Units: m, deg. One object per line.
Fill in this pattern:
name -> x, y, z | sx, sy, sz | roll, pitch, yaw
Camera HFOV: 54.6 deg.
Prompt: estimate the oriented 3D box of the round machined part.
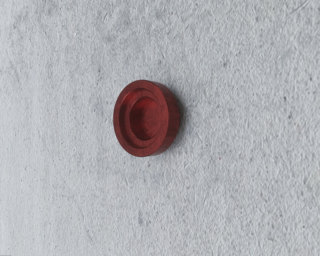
round machined part -> -0.013, -0.012, 0.406 | 0.098, 0.042, 0.097 | 0, 90, 40
